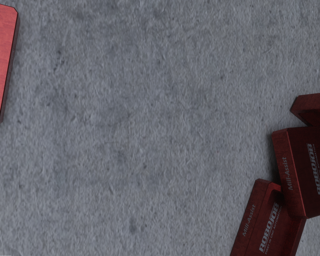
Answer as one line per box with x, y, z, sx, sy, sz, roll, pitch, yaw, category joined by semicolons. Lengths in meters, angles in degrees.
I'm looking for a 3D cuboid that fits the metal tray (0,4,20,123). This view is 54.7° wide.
-0.209;-0.072;0.329;0.091;0.030;0.129;9;87;-20;metal tray

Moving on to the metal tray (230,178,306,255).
0.170;0.153;0.471;0.090;0.030;0.130;24;82;-19;metal tray

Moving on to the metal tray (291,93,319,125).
0.283;-0.006;0.481;0.130;0.090;0.030;34;79;-17;metal tray

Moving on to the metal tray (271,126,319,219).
0.224;0.064;0.470;0.091;0.030;0.129;-3;79;-29;metal tray
